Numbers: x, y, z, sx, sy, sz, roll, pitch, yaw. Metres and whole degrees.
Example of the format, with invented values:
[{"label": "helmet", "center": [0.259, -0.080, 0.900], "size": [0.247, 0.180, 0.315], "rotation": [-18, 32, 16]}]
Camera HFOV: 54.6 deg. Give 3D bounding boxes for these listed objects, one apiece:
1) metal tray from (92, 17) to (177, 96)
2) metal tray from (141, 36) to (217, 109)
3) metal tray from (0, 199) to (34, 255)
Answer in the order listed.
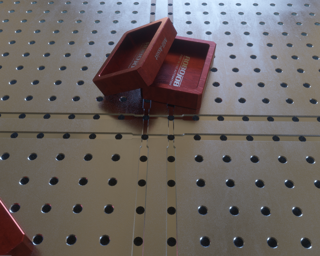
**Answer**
[{"label": "metal tray", "center": [-0.035, -0.109, 0.467], "size": [0.090, 0.030, 0.130], "rotation": [-7, 44, 34]}, {"label": "metal tray", "center": [0.031, -0.092, 0.481], "size": [0.090, 0.030, 0.130], "rotation": [12, 51, 10]}, {"label": "metal tray", "center": [-0.205, 0.125, 0.299], "size": [0.131, 0.030, 0.090], "rotation": [-37, 59, -27]}]
